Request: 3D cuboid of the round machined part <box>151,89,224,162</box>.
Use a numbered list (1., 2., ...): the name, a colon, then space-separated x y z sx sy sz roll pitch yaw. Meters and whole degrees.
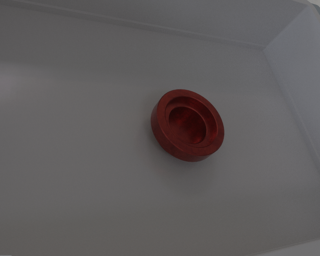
1. round machined part: 0.033 0.000 0.411 0.099 0.042 0.098 13 56 -21
